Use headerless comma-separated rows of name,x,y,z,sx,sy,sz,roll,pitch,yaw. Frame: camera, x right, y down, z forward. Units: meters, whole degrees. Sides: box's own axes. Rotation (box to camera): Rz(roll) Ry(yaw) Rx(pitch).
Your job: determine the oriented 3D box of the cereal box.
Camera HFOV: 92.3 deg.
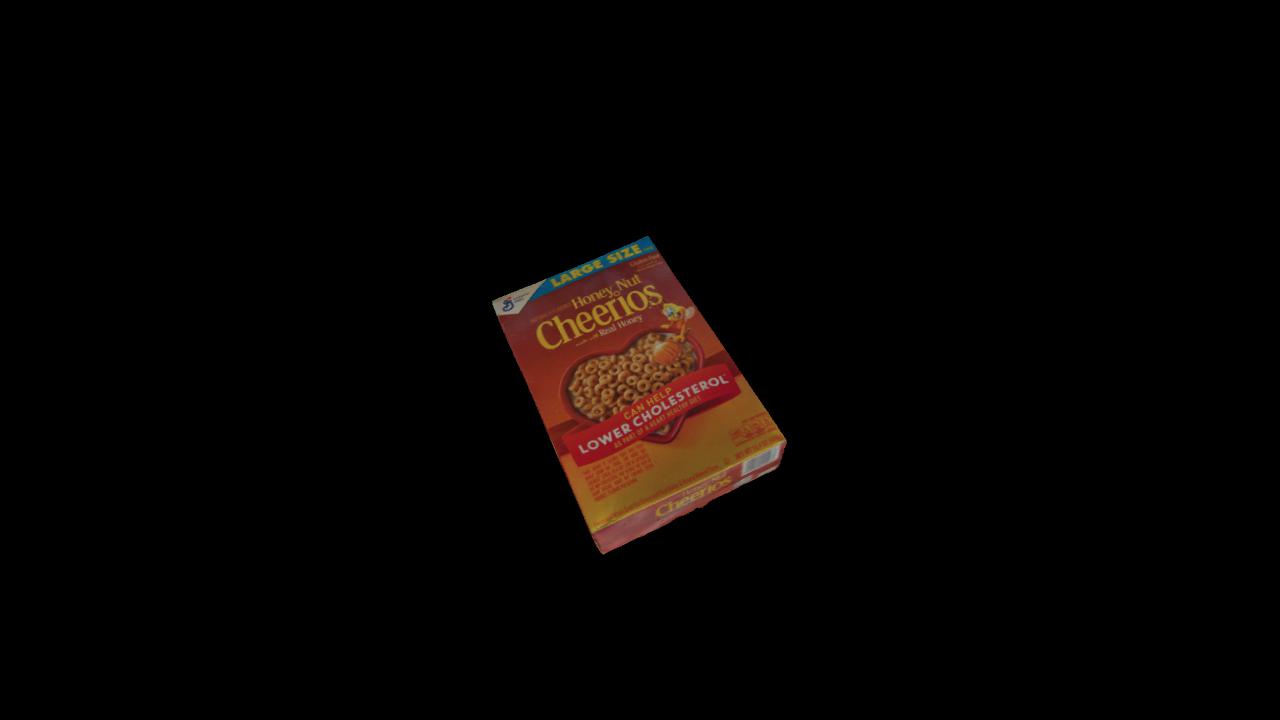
cereal box,-0.014,0.020,0.658,0.203,0.306,0.081,-23,-32,-9
